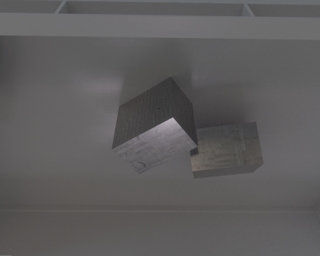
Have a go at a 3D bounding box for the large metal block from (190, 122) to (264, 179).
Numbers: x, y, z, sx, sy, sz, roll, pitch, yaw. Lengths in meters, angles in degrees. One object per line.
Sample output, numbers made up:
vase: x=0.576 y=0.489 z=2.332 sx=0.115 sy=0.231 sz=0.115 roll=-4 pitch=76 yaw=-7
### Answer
large metal block: x=0.080 y=0.032 z=0.397 sx=0.080 sy=0.050 sz=0.080 roll=-7 pitch=164 yaw=6

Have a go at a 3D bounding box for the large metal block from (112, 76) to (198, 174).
large metal block: x=-0.006 y=-0.004 z=0.370 sx=0.080 sy=0.080 sz=0.050 roll=-28 pitch=125 yaw=21
